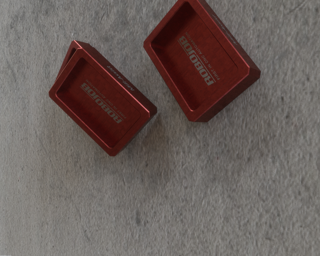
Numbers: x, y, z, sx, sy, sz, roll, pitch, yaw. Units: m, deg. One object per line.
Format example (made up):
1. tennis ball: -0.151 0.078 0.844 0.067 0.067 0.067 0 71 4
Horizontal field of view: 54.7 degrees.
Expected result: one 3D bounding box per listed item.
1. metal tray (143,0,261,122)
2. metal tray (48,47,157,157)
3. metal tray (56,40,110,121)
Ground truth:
1. metal tray: 0.043 -0.082 0.364 0.090 0.030 0.130 -43 64 31
2. metal tray: -0.080 -0.036 0.427 0.130 0.030 0.090 44 114 3
3. metal tray: -0.112 -0.068 0.491 0.130 0.030 0.089 46 117 30
